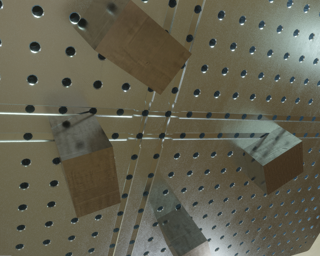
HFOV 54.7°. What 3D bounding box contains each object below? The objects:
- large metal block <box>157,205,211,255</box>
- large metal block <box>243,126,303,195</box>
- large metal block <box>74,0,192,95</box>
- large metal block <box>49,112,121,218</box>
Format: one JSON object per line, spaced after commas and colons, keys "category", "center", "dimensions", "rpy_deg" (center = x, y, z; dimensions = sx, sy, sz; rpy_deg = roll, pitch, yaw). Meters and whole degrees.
{"category": "large metal block", "center": [0.043, 0.193, 0.521], "dimensions": [0.050, 0.080, 0.080], "rpy_deg": [-26, 128, -12]}
{"category": "large metal block", "center": [0.200, 0.058, 0.543], "dimensions": [0.080, 0.050, 0.080], "rpy_deg": [-30, 129, -9]}
{"category": "large metal block", "center": [-0.029, -0.087, 0.307], "dimensions": [0.080, 0.080, 0.050], "rpy_deg": [30, 101, -38]}
{"category": "large metal block", "center": [-0.086, 0.039, 0.354], "dimensions": [0.050, 0.080, 0.079], "rpy_deg": [-16, 125, -20]}
